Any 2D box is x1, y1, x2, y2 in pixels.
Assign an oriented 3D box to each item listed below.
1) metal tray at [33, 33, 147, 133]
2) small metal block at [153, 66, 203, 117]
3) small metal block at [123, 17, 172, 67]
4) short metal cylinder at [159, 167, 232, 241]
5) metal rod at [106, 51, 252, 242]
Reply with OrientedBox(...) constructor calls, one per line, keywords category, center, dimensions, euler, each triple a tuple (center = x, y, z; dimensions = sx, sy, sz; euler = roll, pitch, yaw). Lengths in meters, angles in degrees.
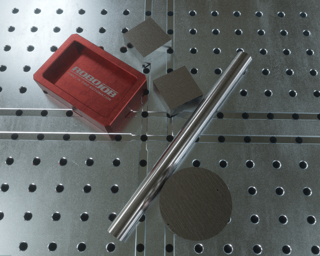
OrientedBox(category="metal tray", center=(-0.095, -0.064, 0.431), dimensions=(0.130, 0.030, 0.090), euler=(33, 73, 11))
OrientedBox(category="small metal block", center=(0.024, -0.051, 0.430), dimensions=(0.050, 0.025, 0.050), euler=(-27, 72, -9))
OrientedBox(category="small metal block", center=(-0.018, -0.127, 0.458), dimensions=(0.050, 0.025, 0.050), euler=(-36, 74, -12))
OrientedBox(category="short metal cylinder", center=(0.040, 0.091, 0.365), dimensions=(0.081, 0.050, 0.080), euler=(0, 70, 0))
OrientedBox(category="metal rod", center=(0.035, 0.013, 0.407), dimensions=(0.025, 0.025, 0.300), euler=(34, 73, 11))
